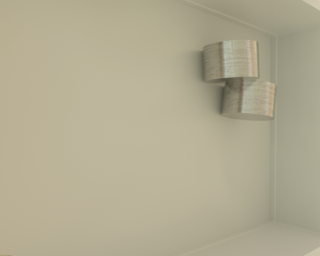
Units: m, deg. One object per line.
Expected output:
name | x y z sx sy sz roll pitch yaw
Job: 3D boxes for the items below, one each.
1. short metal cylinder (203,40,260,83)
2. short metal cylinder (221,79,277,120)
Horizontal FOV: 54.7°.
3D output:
short metal cylinder | 0.105 -0.096 0.458 0.081 0.080 0.050 -5 93 -40
short metal cylinder | 0.140 -0.042 0.488 0.081 0.080 0.050 10 84 -40
